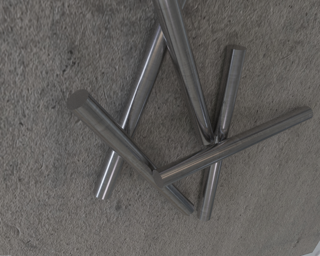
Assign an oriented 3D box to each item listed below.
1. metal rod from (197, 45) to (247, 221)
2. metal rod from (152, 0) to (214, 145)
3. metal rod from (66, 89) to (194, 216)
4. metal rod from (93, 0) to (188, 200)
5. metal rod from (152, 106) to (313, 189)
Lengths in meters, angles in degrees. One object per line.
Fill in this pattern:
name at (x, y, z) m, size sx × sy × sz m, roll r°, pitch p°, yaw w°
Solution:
metal rod at (0.088, 0.026, 0.470) m, size 0.025 × 0.025 × 0.298 m, roll -10°, pitch 123°, yaw -24°
metal rod at (0.025, -0.078, 0.344) m, size 0.025 × 0.025 × 0.299 m, roll -32°, pitch 138°, yaw -7°
metal rod at (-0.017, 0.053, 0.404) m, size 0.025 × 0.025 × 0.300 m, roll -39°, pitch 137°, yaw -2°
metal rod at (-0.024, -0.041, 0.368) m, size 0.025 × 0.025 × 0.298 m, roll 9°, pitch 114°, yaw -33°
metal rod at (0.123, 0.019, 0.456) m, size 0.302 × 0.025 × 0.025 m, roll -20°, pitch 127°, yaw -28°
